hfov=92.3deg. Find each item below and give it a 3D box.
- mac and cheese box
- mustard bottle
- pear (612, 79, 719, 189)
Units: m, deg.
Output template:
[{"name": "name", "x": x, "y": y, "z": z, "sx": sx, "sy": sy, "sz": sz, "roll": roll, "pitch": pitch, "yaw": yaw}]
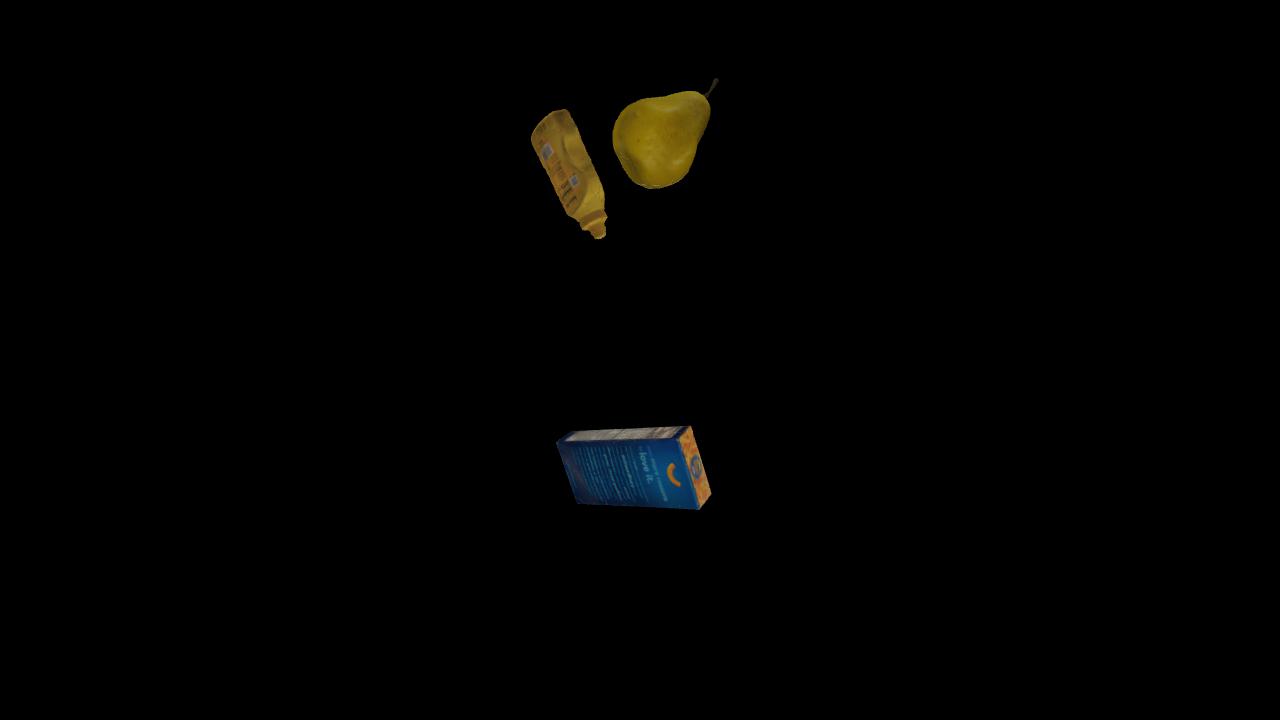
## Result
[{"name": "mac and cheese box", "x": -0.011, "y": 0.130, "z": 0.745, "sx": 0.184, "sy": 0.093, "sz": 0.041, "roll": -6, "pitch": 17, "yaw": 35}, {"name": "mustard bottle", "x": -0.096, "y": -0.262, "z": 0.905, "sx": 0.054, "sy": 0.184, "sz": 0.092, "roll": -26, "pitch": 0, "yaw": -38}, {"name": "pear", "x": 0.031, "y": -0.209, "z": 0.562, "sx": 0.111, "sy": 0.080, "sz": 0.080, "roll": -35, "pitch": 5, "yaw": -7}]
